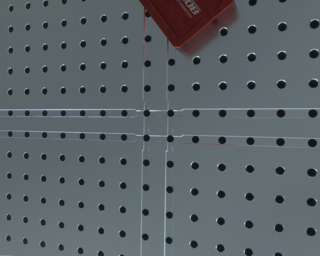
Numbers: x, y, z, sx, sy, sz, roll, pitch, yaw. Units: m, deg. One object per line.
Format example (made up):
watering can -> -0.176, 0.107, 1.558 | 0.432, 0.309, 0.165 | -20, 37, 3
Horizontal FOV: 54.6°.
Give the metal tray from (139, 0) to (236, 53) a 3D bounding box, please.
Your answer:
metal tray -> 0.024, -0.176, 0.401 | 0.090, 0.030, 0.130 | -38, 78, 16
